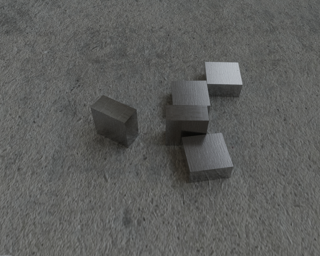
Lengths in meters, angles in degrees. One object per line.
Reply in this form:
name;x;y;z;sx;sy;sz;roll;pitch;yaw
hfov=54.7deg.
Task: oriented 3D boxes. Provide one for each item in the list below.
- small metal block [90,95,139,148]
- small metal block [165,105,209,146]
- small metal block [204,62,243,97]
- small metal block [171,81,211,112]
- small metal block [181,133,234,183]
small metal block;-0.056;-0.008;0.393;0.050;0.050;0.025;24;54;19
small metal block;0.032;-0.003;0.389;0.050;0.050;0.025;0;50;0
small metal block;0.093;-0.073;0.465;0.050;0.025;0.050;2;50;1
small metal block;0.042;-0.041;0.438;0.050;0.025;0.050;-1;50;-1
small metal block;0.055;0.035;0.374;0.050;0.025;0.050;-6;50;-6
